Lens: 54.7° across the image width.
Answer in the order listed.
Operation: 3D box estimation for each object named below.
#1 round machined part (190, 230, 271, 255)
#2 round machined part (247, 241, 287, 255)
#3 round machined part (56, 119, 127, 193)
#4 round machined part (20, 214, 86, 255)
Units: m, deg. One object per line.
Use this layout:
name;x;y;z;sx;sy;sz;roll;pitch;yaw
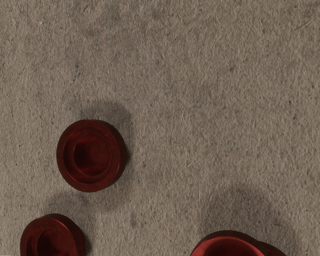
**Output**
round machined part;0.074;0.164;0.329;0.098;0.042;0.097;0;90;19
round machined part;0.111;0.179;0.361;0.098;0.042;0.097;0;90;19
round machined part;-0.090;0.037;0.430;0.098;0.042;0.097;0;90;19
round machined part;-0.150;0.173;0.451;0.098;0.042;0.097;0;90;19
